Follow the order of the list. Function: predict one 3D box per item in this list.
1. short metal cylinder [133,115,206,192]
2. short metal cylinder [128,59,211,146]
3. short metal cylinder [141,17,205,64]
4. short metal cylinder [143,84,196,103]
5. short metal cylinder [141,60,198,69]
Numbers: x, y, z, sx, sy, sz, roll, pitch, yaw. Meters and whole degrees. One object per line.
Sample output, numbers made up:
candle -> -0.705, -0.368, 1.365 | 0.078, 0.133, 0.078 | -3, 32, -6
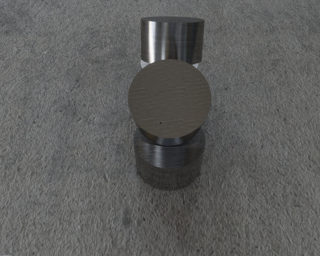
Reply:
short metal cylinder -> 0.011, 0.027, 0.366 | 0.080, 0.050, 0.080 | 0, 50, 0
short metal cylinder -> 0.010, -0.024, 0.323 | 0.080, 0.050, 0.080 | 0, 78, 1
short metal cylinder -> 0.016, -0.115, 0.401 | 0.081, 0.050, 0.080 | 1, 25, 0
short metal cylinder -> 0.012, -0.035, 0.400 | 0.080, 0.080, 0.050 | 1, 50, 1
short metal cylinder -> 0.013, -0.076, 0.453 | 0.080, 0.050, 0.080 | 0, 50, 0
